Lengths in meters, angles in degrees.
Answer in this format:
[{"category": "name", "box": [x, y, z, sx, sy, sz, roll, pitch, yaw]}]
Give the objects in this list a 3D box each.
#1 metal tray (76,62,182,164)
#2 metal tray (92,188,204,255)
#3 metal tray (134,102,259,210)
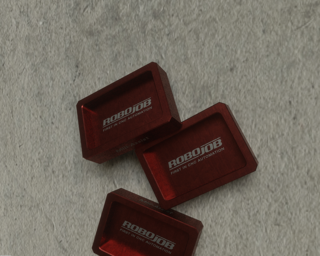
[{"category": "metal tray", "box": [-0.045, -0.018, 0.404, 0.130, 0.030, 0.090, -24, 62, 19]}, {"category": "metal tray", "box": [-0.018, 0.146, 0.411, 0.130, 0.030, 0.089, 18, 96, 18]}, {"category": "metal tray", "box": [0.044, 0.036, 0.390, 0.130, 0.030, 0.090, -28, 81, 17]}]
